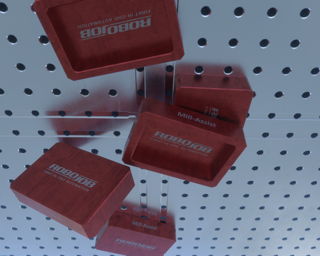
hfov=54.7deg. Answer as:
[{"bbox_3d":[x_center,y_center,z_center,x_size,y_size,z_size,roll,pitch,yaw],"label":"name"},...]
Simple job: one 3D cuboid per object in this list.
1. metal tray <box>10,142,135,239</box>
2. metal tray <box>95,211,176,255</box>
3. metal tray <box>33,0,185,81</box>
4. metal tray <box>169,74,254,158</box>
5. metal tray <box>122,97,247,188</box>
[{"bbox_3d":[-0.110,0.072,0.392,0.130,0.090,0.030,16,136,28],"label":"metal tray"},{"bbox_3d":[-0.046,0.207,0.584,0.131,0.030,0.089,18,128,-16],"label":"metal tray"},{"bbox_3d":[-0.047,-0.105,0.318,0.131,0.030,0.090,-10,130,8],"label":"metal tray"},{"bbox_3d":[0.060,-0.005,0.405,0.091,0.030,0.129,2,130,-3],"label":"metal tray"},{"bbox_3d":[0.028,0.022,0.386,0.131,0.030,0.089,17,129,-10],"label":"metal tray"}]
